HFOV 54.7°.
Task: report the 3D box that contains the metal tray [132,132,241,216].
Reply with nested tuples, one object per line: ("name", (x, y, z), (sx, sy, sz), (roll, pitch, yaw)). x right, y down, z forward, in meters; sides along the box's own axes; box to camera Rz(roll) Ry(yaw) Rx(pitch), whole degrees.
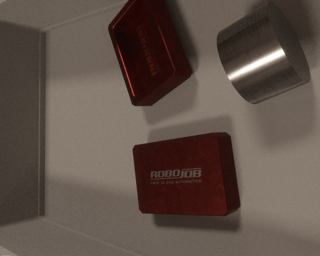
("metal tray", (0.027, 0.058, 0.380), (0.130, 0.030, 0.089), (-11, 83, 39))

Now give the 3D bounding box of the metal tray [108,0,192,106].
("metal tray", (-0.018, -0.104, 0.408), (0.090, 0.030, 0.129), (-33, 70, 43))

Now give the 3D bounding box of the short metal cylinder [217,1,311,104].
("short metal cylinder", (0.097, -0.068, 0.290), (0.050, 0.081, 0.080), (-25, 75, 37))
